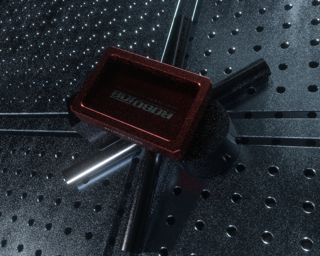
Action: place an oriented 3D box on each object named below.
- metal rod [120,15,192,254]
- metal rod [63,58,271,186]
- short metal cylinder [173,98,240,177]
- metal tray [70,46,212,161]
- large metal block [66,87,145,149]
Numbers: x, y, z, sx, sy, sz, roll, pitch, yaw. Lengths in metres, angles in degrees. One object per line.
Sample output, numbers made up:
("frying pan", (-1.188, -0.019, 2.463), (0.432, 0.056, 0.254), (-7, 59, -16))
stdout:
("metal rod", (0.000, -0.005, 0.381), (0.025, 0.025, 0.299), (4, 73, 29))
("metal rod", (0.003, -0.004, 0.408), (0.301, 0.025, 0.025), (-29, 52, 9))
("short metal cylinder", (0.047, 0.011, 0.359), (0.080, 0.050, 0.080), (-13, 56, 20))
("metal tray", (-0.019, -0.030, 0.342), (0.130, 0.030, 0.090), (22, 72, 16))
("large metal block", (-0.065, -0.020, 0.417), (0.080, 0.080, 0.050), (-30, 52, 9))
